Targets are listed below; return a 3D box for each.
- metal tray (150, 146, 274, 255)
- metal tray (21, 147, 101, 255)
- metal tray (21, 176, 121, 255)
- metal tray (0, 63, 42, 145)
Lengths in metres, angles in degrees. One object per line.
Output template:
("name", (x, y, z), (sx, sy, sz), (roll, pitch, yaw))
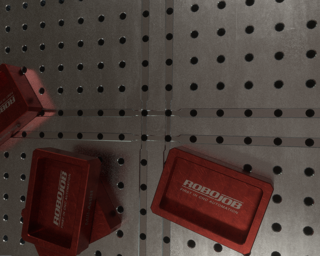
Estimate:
("metal tray", (0.063, 0.086, 0.387), (0.130, 0.030, 0.089), (20, 96, 18))
("metal tray", (-0.136, 0.098, 0.423), (0.090, 0.030, 0.129), (10, 93, 19))
("metal tray", (-0.133, 0.133, 0.455), (0.130, 0.030, 0.090), (-31, 80, 17))
("metal tray", (-0.263, -0.030, 0.500), (0.130, 0.030, 0.090), (-35, 79, 16))
